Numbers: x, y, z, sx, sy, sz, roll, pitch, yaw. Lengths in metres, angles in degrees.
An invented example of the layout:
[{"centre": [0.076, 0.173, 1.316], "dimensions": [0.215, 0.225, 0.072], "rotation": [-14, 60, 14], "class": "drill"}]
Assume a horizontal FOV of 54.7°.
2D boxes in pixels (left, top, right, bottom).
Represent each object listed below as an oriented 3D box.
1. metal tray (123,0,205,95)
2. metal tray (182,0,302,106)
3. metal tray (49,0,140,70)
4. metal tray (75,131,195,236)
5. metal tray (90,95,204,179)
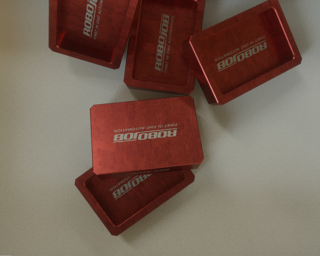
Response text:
[{"centre": [0.006, -0.113, 0.408], "dimensions": [0.091, 0.030, 0.129], "rotation": [7, 90, -1], "class": "metal tray"}, {"centre": [0.105, -0.095, 0.392], "dimensions": [0.131, 0.030, 0.090], "rotation": [-28, 98, -12], "class": "metal tray"}, {"centre": [-0.076, -0.130, 0.353], "dimensions": [0.091, 0.129, 0.030], "rotation": [15, 57, -11], "class": "metal tray"}, {"centre": [-0.032, 0.066, 0.408], "dimensions": [0.130, 0.030, 0.090], "rotation": [-36, 90, -1], "class": "metal tray"}, {"centre": [-0.018, 0.011, 0.389], "dimensions": [0.131, 0.030, 0.090], "rotation": [-6, 70, -4], "class": "metal tray"}]
